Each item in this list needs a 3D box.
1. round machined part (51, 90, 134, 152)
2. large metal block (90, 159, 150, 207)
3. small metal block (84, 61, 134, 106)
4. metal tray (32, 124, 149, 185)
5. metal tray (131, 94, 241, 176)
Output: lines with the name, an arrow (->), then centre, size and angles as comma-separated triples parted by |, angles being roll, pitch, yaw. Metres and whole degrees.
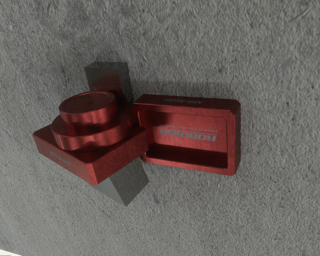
round machined part -> -0.085, -0.014, 0.381 | 0.098, 0.098, 0.042 | 6, 121, 25
large metal block -> -0.071, 0.054, 0.437 | 0.080, 0.050, 0.080 | 18, 141, 39
small metal block -> -0.066, -0.059, 0.405 | 0.050, 0.025, 0.050 | 6, 121, 24
metal tray -> -0.091, 0.017, 0.400 | 0.130, 0.091, 0.030 | 19, 128, 39
metal tray -> 0.033, 0.007, 0.391 | 0.130, 0.030, 0.089 | 6, 121, 24
